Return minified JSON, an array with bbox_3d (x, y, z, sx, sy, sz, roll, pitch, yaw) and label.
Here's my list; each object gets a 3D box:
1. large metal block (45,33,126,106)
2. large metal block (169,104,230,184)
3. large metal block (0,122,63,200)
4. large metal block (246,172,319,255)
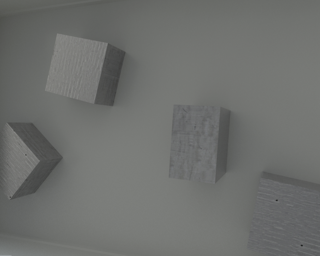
[{"bbox_3d":[-0.104,-0.080,0.434,0.080,0.050,0.080,16,95,19],"label":"large metal block"},{"bbox_3d":[0.049,0.016,0.364,0.050,0.080,0.079,4,92,20],"label":"large metal block"},{"bbox_3d":[-0.211,0.048,0.472,0.080,0.050,0.080,44,104,14],"label":"large metal block"},{"bbox_3d":[0.147,0.100,0.345,0.080,0.050,0.080,11,94,19],"label":"large metal block"}]
